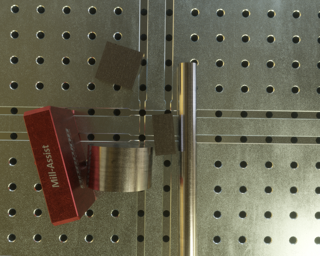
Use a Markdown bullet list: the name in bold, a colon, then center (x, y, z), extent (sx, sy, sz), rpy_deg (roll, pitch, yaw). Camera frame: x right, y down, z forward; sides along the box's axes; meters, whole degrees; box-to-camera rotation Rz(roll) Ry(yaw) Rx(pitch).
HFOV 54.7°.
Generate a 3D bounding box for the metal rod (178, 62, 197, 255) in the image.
- **metal rod**: center (0.037, 0.064, 0.413), extent (0.025, 0.025, 0.298), rpy_deg (0, 90, -1)

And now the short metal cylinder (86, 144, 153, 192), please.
- **short metal cylinder**: center (-0.050, 0.046, 0.385), extent (0.081, 0.080, 0.050), rpy_deg (2, 90, -1)

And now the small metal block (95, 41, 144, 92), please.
- **small metal block**: center (-0.052, -0.081, 0.413), extent (0.050, 0.025, 0.050), rpy_deg (18, 90, -1)

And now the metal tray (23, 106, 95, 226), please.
- **metal tray**: center (-0.118, 0.041, 0.379), extent (0.030, 0.090, 0.129), rpy_deg (-15, 90, 0)

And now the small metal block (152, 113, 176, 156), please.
- **small metal block**: center (0.005, 0.008, 0.401), extent (0.025, 0.050, 0.050), rpy_deg (-5, 90, 0)
